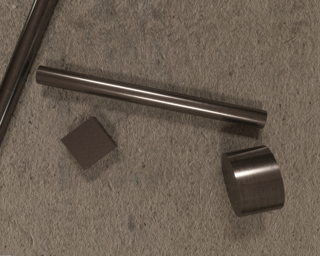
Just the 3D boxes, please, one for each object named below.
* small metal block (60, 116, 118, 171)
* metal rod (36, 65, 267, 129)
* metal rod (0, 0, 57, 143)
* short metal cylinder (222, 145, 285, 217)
[{"bbox_3d":[-0.092,0.020,0.409,0.050,0.025,0.050,-37,90,0],"label":"small metal block"},{"bbox_3d":[-0.010,-0.041,0.409,0.302,0.025,0.025,11,90,-1],"label":"metal rod"},{"bbox_3d":[-0.174,-0.110,0.407,0.025,0.025,0.299,22,90,-1],"label":"metal rod"},{"bbox_3d":[0.112,0.065,0.384,0.050,0.080,0.080,-11,90,0],"label":"short metal cylinder"}]
